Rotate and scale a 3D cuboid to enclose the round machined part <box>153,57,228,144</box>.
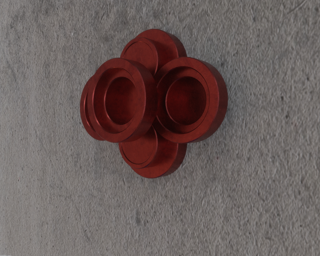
[{"bbox_3d":[0.036,-0.031,0.364,0.098,0.042,0.097,0,90,39],"label":"round machined part"}]

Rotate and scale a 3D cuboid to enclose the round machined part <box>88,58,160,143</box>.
[{"bbox_3d":[-0.039,-0.032,0.371,0.098,0.042,0.097,0,91,39],"label":"round machined part"}]

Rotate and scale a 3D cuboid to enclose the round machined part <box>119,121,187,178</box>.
[{"bbox_3d":[-0.016,0.018,0.407,0.098,0.042,0.097,0,90,39],"label":"round machined part"}]

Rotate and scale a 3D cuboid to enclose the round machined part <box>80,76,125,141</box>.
[{"bbox_3d":[-0.069,-0.031,0.450,0.098,0.042,0.097,0,90,39],"label":"round machined part"}]

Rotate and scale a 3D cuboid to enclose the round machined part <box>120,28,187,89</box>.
[{"bbox_3d":[-0.016,-0.081,0.406,0.098,0.042,0.097,0,90,39],"label":"round machined part"}]
